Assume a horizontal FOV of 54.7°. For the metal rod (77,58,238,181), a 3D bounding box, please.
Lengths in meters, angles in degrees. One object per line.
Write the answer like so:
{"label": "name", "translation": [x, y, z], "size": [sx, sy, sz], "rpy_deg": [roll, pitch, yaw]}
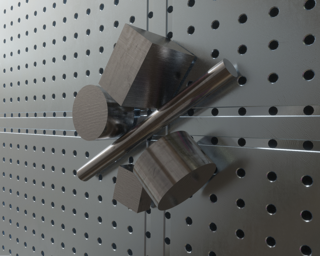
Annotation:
{"label": "metal rod", "translation": [-0.024, 0.005, 0.424], "size": [0.299, 0.025, 0.025], "rpy_deg": [-35, 69, 34]}

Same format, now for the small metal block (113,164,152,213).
{"label": "small metal block", "translation": [-0.036, 0.083, 0.434], "size": [0.050, 0.025, 0.050], "rpy_deg": [20, 102, 38]}

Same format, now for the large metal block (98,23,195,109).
{"label": "large metal block", "translation": [-0.016, -0.072, 0.382], "size": [0.050, 0.081, 0.080], "rpy_deg": [44, 116, 31]}

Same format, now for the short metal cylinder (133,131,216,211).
{"label": "short metal cylinder", "translation": [0.017, 0.049, 0.355], "size": [0.050, 0.081, 0.080], "rpy_deg": [51, 120, 27]}

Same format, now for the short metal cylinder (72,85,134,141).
{"label": "short metal cylinder", "translation": [-0.084, -0.022, 0.458], "size": [0.080, 0.050, 0.079], "rpy_deg": [0, 90, 40]}
